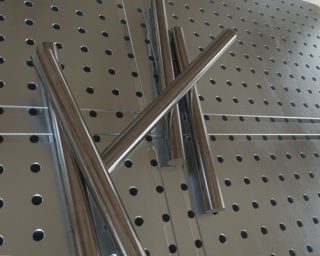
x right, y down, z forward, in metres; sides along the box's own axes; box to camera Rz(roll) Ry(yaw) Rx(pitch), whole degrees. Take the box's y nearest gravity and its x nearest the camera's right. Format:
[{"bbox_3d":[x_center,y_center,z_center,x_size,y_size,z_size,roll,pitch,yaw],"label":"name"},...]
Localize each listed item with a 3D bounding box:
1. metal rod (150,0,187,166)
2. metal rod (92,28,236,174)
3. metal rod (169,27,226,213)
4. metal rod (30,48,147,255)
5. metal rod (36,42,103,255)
[{"bbox_3d":[0.009,-0.087,0.465,0.025,0.025,0.299,8,58,-24],"label":"metal rod"},{"bbox_3d":[0.020,-0.048,0.414,0.025,0.025,0.301,42,61,0],"label":"metal rod"},{"bbox_3d":[0.047,-0.029,0.450,0.025,0.025,0.299,5,59,-26],"label":"metal rod"},{"bbox_3d":[-0.063,0.053,0.316,0.025,0.025,0.299,-21,80,-36],"label":"metal rod"},{"bbox_3d":[-0.099,0.031,0.335,0.025,0.025,0.299,-5,64,-30],"label":"metal rod"}]
